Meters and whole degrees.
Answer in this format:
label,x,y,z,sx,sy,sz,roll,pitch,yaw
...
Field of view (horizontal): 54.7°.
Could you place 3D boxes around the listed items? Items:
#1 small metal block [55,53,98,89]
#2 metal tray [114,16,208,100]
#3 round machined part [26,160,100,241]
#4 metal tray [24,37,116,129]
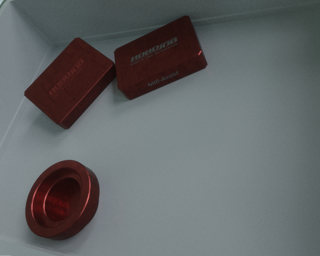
label,x,y,z,sx,sy,sz,roll,pitch,yaw
small metal block,-0.145,-0.100,0.541,0.050,0.025,0.050,19,71,34
metal tray,-0.003,-0.106,0.468,0.130,0.030,0.090,-22,54,14
round machined part,-0.119,0.094,0.398,0.098,0.042,0.098,-13,56,20
metal tray,-0.143,-0.074,0.503,0.090,0.030,0.130,38,82,20
